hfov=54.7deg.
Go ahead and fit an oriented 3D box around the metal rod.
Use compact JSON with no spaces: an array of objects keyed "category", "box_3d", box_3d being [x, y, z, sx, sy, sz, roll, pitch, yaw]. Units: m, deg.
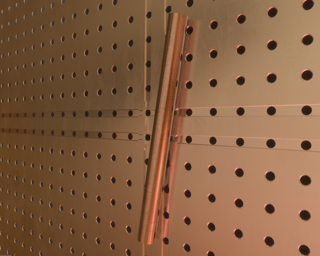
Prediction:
[{"category":"metal rod","box_3d":[0.002,0.006,0.405,0.025,0.025,0.298,13,98,39]}]
